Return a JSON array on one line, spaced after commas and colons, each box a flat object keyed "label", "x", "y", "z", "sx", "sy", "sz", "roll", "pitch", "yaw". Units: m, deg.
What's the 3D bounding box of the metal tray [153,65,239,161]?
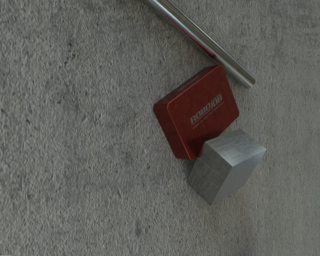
[{"label": "metal tray", "x": 0.058, "y": -0.025, "z": 0.453, "sx": 0.131, "sy": 0.030, "sz": 0.090, "roll": -39, "pitch": 114, "yaw": -33}]

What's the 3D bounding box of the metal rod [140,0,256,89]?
[{"label": "metal rod", "x": 0.049, "y": -0.137, "z": 0.447, "sx": 0.301, "sy": 0.025, "sz": 0.025, "roll": 28, "pitch": 72, "yaw": -37}]

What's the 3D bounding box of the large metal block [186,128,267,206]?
[{"label": "large metal block", "x": 0.094, "y": 0.055, "z": 0.445, "sx": 0.081, "sy": 0.050, "sz": 0.079, "roll": -17, "pitch": 138, "yaw": -39}]
